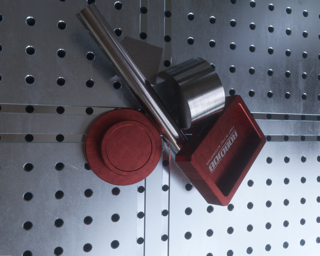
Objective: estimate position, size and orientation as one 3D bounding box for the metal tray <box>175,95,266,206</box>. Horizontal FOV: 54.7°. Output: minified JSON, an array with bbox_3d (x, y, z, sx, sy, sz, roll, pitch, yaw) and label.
[{"bbox_3d":[0.088,0.028,0.421,0.130,0.030,0.090,-49,113,-29],"label":"metal tray"}]

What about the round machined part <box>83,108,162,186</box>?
[{"bbox_3d":[-0.043,0.024,0.387,0.099,0.042,0.097,0,90,-21],"label":"round machined part"}]

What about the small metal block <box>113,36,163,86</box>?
[{"bbox_3d":[-0.029,-0.085,0.403,0.050,0.025,0.050,14,85,-20],"label":"small metal block"}]

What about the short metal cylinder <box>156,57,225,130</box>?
[{"bbox_3d":[0.038,-0.044,0.398,0.050,0.080,0.080,-27,99,-18],"label":"short metal cylinder"}]

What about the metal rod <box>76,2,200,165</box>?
[{"bbox_3d":[-0.001,-0.018,0.395,0.025,0.025,0.299,-42,111,-15],"label":"metal rod"}]
